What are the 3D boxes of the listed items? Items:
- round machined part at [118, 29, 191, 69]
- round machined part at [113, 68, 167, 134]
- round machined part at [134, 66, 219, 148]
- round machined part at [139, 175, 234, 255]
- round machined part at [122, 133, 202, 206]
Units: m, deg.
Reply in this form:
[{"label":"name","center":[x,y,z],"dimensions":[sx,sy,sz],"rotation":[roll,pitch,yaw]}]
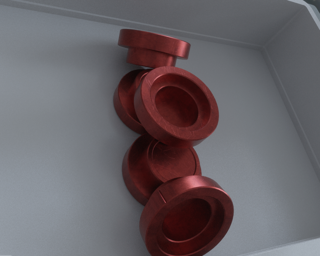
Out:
[{"label":"round machined part","center":[-0.010,-0.104,0.429],"dimensions":[0.099,0.098,0.042],"rotation":[7,101,-25]},{"label":"round machined part","center":[-0.009,-0.040,0.414],"dimensions":[0.099,0.042,0.098],"rotation":[14,56,-21]},{"label":"round machined part","center":[0.016,-0.020,0.360],"dimensions":[0.099,0.042,0.098],"rotation":[14,56,-21]},{"label":"round machined part","center":[0.025,0.091,0.329],"dimensions":[0.099,0.097,0.042],"rotation":[6,21,-26]},{"label":"round machined part","center":[0.008,0.046,0.370],"dimensions":[0.099,0.042,0.098],"rotation":[14,56,-21]}]
